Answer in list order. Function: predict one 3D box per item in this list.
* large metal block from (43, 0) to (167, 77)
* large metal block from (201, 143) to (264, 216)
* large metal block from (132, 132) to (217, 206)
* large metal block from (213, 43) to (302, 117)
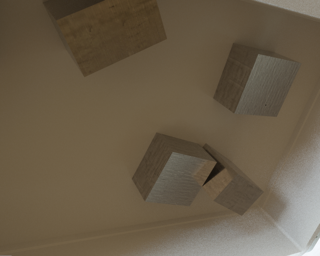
[{"bbox_3d":[-0.052,-0.099,0.283,0.080,0.080,0.050,-28,128,-11],"label":"large metal block"},{"bbox_3d":[0.098,0.079,0.475,0.080,0.080,0.050,34,99,-39],"label":"large metal block"},{"bbox_3d":[0.019,0.061,0.440,0.081,0.050,0.080,16,110,-35],"label":"large metal block"},{"bbox_3d":[0.131,-0.064,0.424,0.081,0.050,0.079,2,117,-30],"label":"large metal block"}]
